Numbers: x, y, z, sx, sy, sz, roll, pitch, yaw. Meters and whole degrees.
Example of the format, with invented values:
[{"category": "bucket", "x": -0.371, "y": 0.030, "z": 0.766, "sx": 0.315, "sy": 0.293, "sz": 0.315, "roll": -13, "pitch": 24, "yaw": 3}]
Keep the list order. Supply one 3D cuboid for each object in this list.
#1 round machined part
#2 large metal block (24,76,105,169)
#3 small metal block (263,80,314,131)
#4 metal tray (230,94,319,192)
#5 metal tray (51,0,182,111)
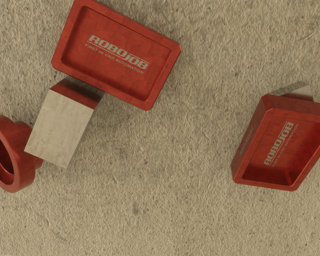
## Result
[{"category": "round machined part", "x": -0.187, "y": 0.029, "z": 0.393, "sx": 0.098, "sy": 0.042, "sz": 0.097, "roll": 17, "pitch": 119, "yaw": 33}, {"category": "large metal block", "x": -0.111, "y": -0.011, "z": 0.375, "sx": 0.050, "sy": 0.080, "sz": 0.080, "roll": 26, "pitch": 108, "yaw": -10}, {"category": "small metal block", "x": 0.169, "y": -0.027, "z": 0.401, "sx": 0.050, "sy": 0.025, "sz": 0.050, "roll": -22, "pitch": 109, "yaw": 7}, {"category": "metal tray", "x": 0.154, "y": 0.024, "z": 0.394, "sx": 0.091, "sy": 0.030, "sz": 0.129, "roll": 9, "pitch": 130, "yaw": -4}, {"category": "metal tray", "x": -0.051, "y": -0.088, "z": 0.373, "sx": 0.131, "sy": 0.030, "sz": 0.089, "roll": 25, "pitch": 108, "yaw": -9}]
